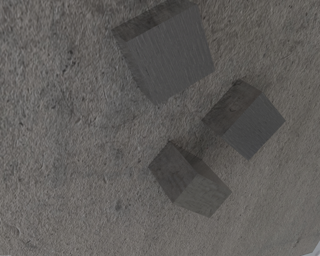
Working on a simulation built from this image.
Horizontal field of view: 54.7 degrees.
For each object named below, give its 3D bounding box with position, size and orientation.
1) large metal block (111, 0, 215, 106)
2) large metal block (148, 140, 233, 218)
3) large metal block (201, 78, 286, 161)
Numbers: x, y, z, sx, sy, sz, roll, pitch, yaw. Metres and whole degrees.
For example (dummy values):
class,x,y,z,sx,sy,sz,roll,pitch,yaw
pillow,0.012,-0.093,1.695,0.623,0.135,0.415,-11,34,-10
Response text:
class,x,y,z,sx,sy,sz,roll,pitch,yaw
large metal block,0.005,-0.085,0.341,0.080,0.050,0.080,-31,129,-8
large metal block,0.042,0.072,0.438,0.080,0.080,0.050,32,101,-38
large metal block,0.122,-0.011,0.450,0.080,0.050,0.080,-49,129,6
